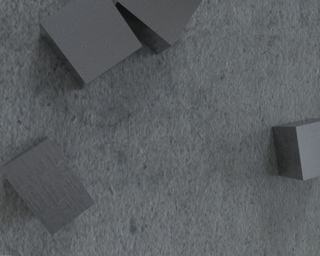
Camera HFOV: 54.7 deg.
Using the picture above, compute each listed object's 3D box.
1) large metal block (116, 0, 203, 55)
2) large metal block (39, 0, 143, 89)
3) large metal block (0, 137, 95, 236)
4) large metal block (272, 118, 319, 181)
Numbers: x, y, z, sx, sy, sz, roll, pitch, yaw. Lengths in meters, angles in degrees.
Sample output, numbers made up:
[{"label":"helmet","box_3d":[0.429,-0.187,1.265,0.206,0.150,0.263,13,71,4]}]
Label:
[{"label":"large metal block","box_3d":[-0.004,-0.155,0.395,0.080,0.050,0.080,36,78,-17]},{"label":"large metal block","box_3d":[-0.082,-0.104,0.366,0.080,0.050,0.080,-39,103,-16]},{"label":"large metal block","box_3d":[-0.120,0.057,0.336,0.050,0.080,0.080,-36,102,-17]},{"label":"large metal block","box_3d":[0.230,0.030,0.483,0.081,0.050,0.079,-11,94,-20]}]
